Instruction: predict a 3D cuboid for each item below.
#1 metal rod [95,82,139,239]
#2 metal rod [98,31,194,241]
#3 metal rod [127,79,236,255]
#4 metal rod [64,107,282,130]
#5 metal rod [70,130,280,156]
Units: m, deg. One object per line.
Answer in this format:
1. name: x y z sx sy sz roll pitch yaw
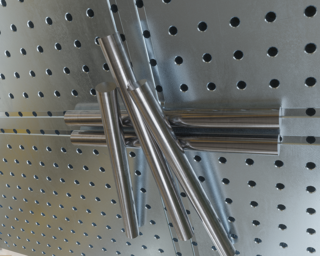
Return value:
1. metal rod: -0.056 0.069 0.458 0.025 0.025 0.298 13 131 20
2. metal rod: -0.010 0.027 0.400 0.025 0.025 0.298 -6 116 31
3. metal rod: 0.039 0.071 0.409 0.025 0.025 0.299 -11 120 32
4. metal rod: -0.003 -0.013 0.404 0.301 0.025 0.025 1 119 27
5. metal rod: 0.001 0.017 0.420 0.301 0.025 0.025 1 119 27
